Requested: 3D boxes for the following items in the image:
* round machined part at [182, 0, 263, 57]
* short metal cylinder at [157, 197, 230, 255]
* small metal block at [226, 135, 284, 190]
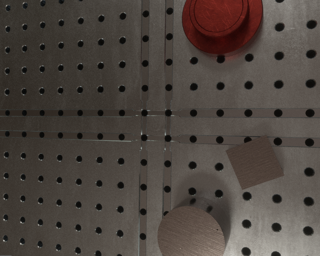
[{"bbox_3d":[0.074,-0.139,0.377,0.098,0.042,0.097,0,90,19],"label":"round machined part"},{"bbox_3d":[0.043,0.131,0.383,0.080,0.050,0.079,0,90,19],"label":"short metal cylinder"},{"bbox_3d":[0.114,0.040,0.372,0.050,0.025,0.050,-24,82,18],"label":"small metal block"}]
